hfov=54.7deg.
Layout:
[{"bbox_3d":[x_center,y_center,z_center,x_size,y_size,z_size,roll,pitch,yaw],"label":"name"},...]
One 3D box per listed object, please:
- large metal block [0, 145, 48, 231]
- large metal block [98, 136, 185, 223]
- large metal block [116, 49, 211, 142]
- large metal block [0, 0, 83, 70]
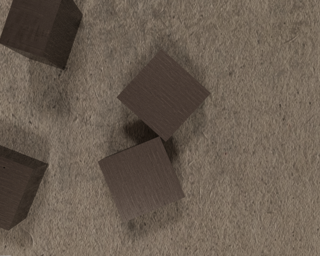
[{"bbox_3d":[-0.204,0.071,0.395,0.080,0.050,0.080,22,90,-1],"label":"large metal block"},{"bbox_3d":[-0.022,0.062,0.397,0.080,0.050,0.080,-23,90,-1],"label":"large metal block"},{"bbox_3d":[0.004,-0.040,0.398,0.080,0.050,0.080,42,90,-1],"label":"large metal block"},{"bbox_3d":[-0.141,-0.124,0.381,0.050,0.080,0.080,18,90,0],"label":"large metal block"}]
